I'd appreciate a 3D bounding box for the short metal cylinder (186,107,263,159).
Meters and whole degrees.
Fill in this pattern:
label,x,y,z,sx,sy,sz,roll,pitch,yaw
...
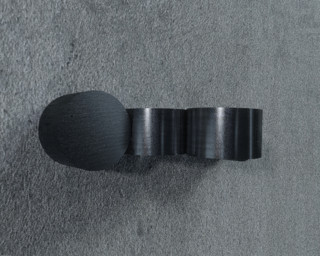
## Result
label,x,y,z,sx,sy,sz,roll,pitch,yaw
short metal cylinder,0.069,0.005,0.338,0.081,0.080,0.050,1,91,-40

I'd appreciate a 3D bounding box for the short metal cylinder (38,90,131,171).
label,x,y,z,sx,sy,sz,roll,pitch,yaw
short metal cylinder,-0.078,0.002,0.324,0.081,0.050,0.080,0,91,-40

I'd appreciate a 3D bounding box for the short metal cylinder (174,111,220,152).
label,x,y,z,sx,sy,sz,roll,pitch,yaw
short metal cylinder,0.055,0.005,0.417,0.081,0.080,0.050,0,89,-40

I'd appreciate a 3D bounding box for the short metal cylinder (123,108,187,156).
label,x,y,z,sx,sy,sz,roll,pitch,yaw
short metal cylinder,-0.006,0.004,0.365,0.081,0.080,0.050,0,90,-40

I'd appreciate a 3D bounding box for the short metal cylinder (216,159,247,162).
label,x,y,z,sx,sy,sz,roll,pitch,yaw
short metal cylinder,0.108,0.010,0.479,0.081,0.050,0.080,-1,91,-40
